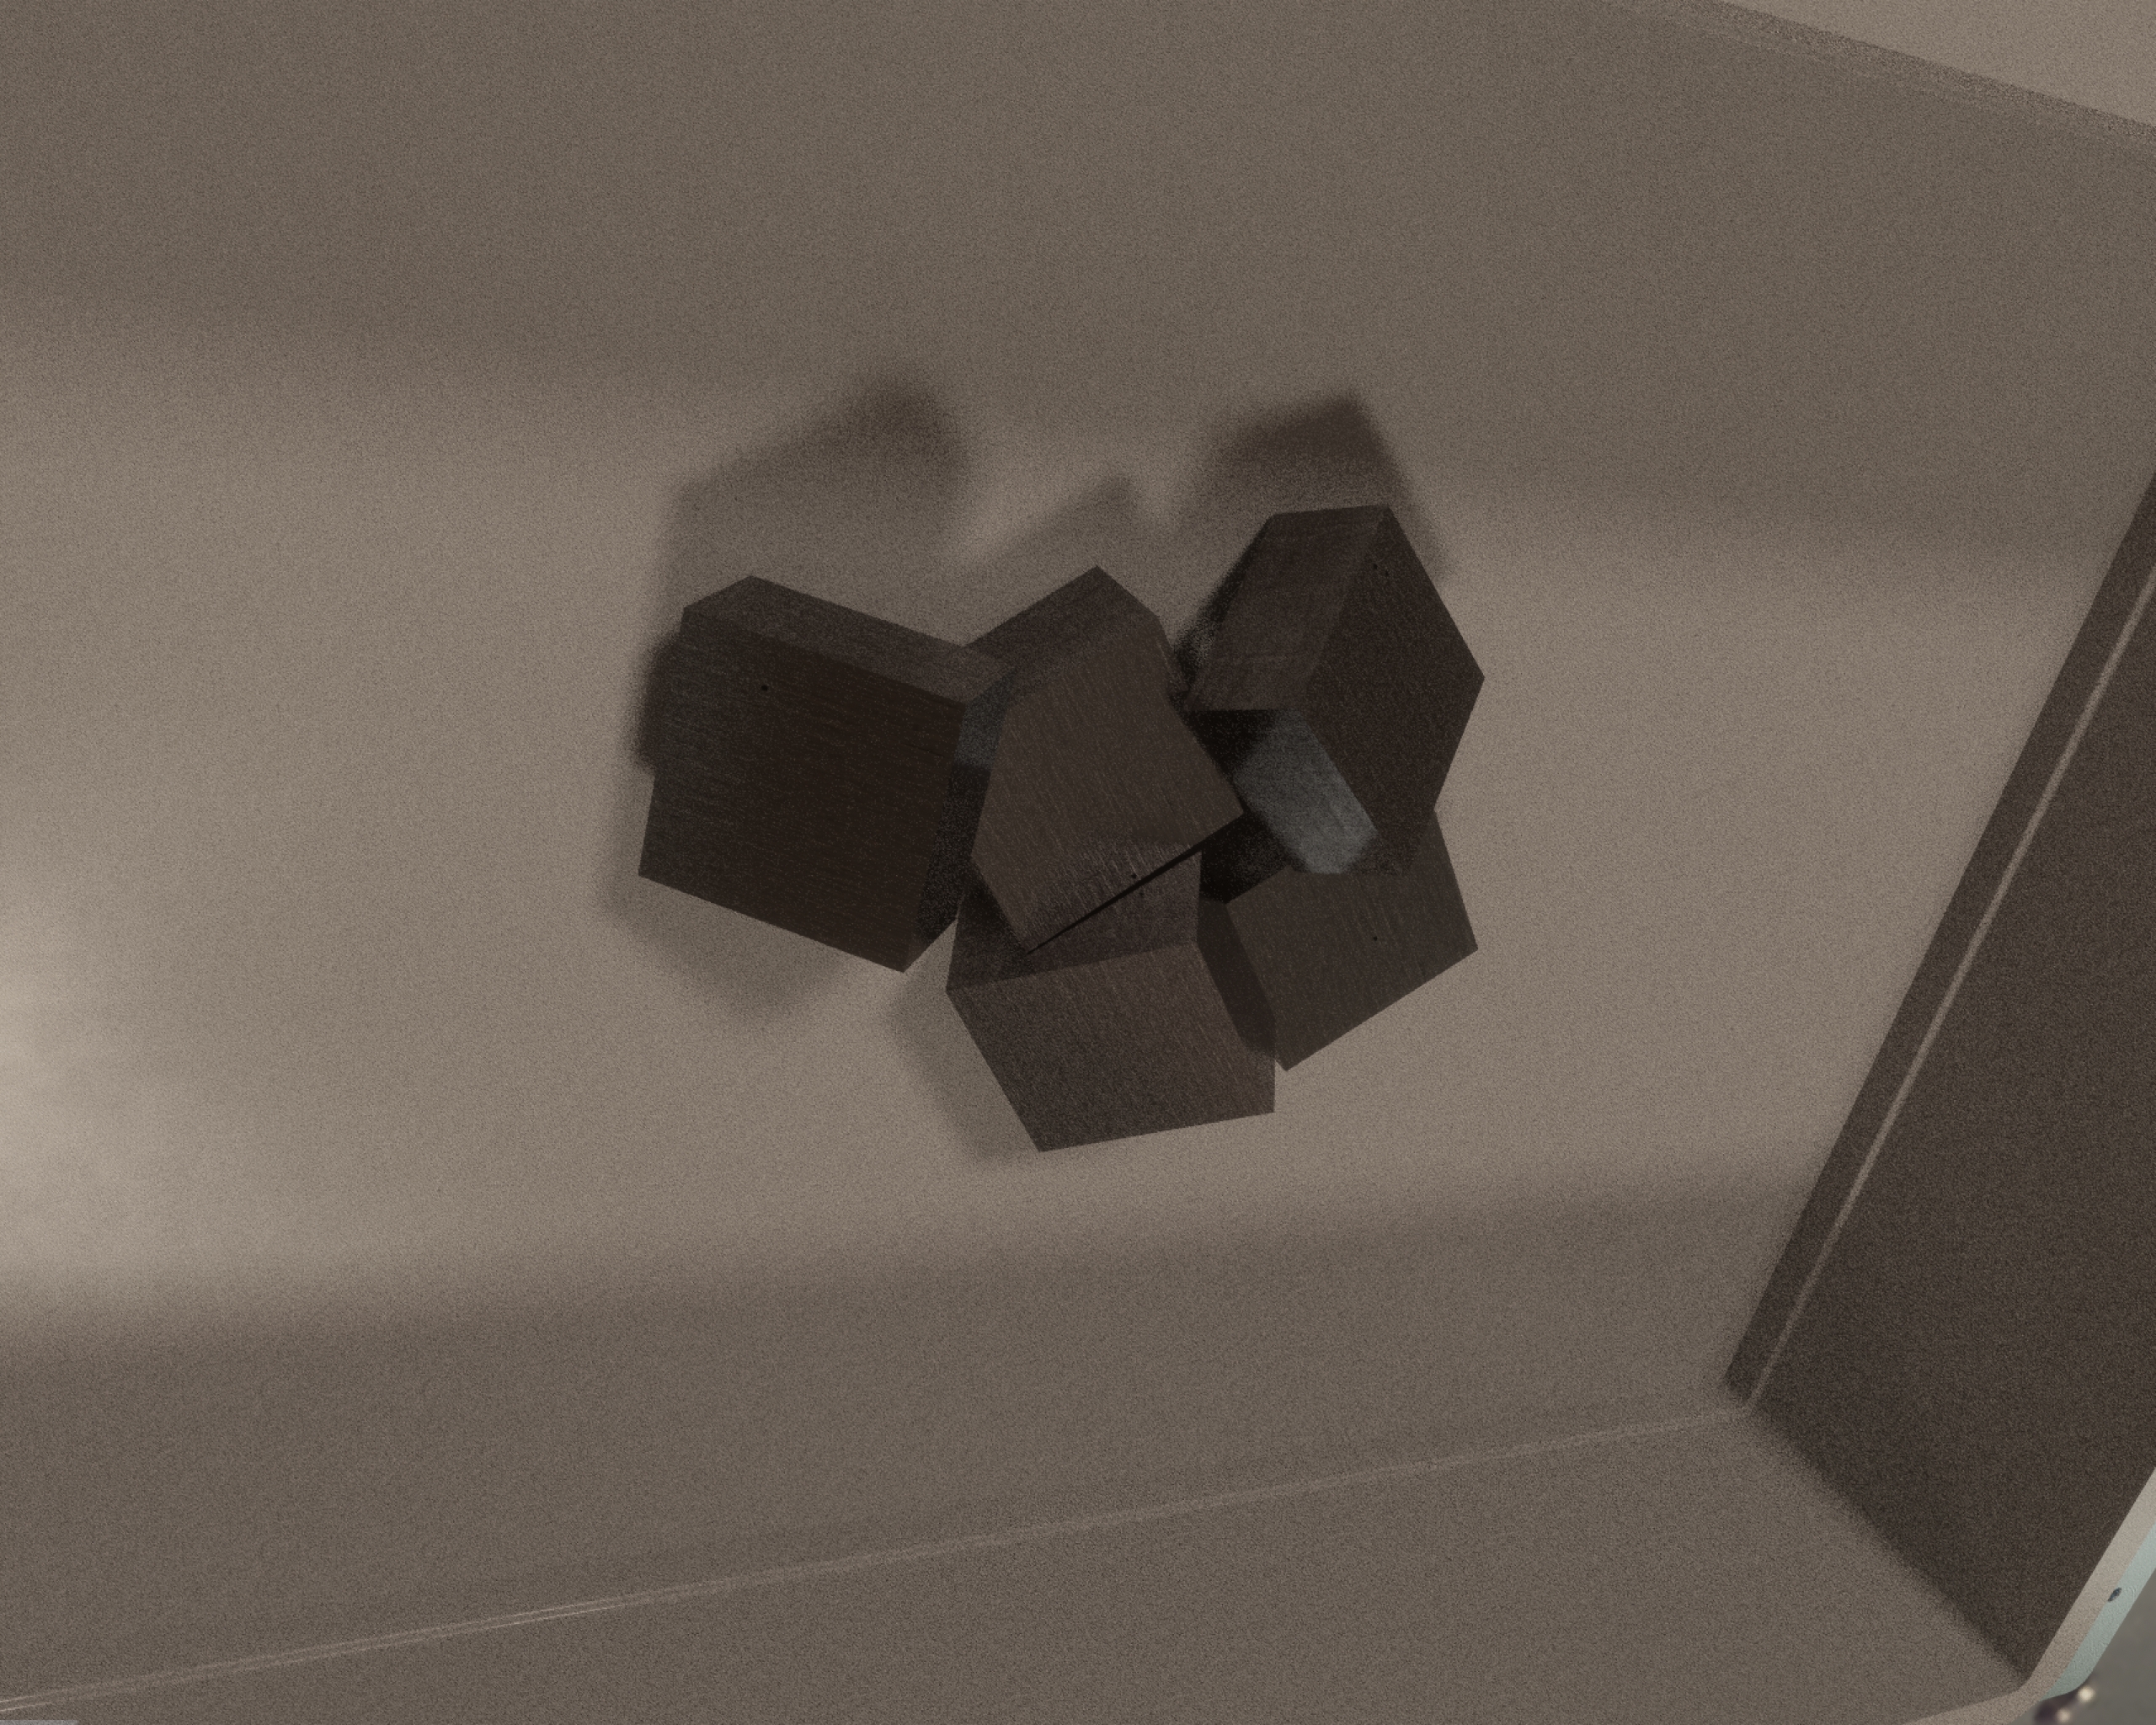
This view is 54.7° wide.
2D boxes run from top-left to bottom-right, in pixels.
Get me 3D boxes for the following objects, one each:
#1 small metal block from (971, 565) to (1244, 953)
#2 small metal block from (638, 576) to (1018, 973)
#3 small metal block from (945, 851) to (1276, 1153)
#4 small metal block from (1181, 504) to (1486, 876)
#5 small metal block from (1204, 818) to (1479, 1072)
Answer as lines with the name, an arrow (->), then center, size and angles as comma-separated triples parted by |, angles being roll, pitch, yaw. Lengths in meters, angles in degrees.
small metal block -> -0.003, -0.019, 0.394 | 0.050, 0.025, 0.050 | -33, 129, -7
small metal block -> -0.043, -0.016, 0.357 | 0.050, 0.025, 0.050 | 20, 114, 10
small metal block -> 0.008, 0.029, 0.415 | 0.050, 0.025, 0.050 | -12, 130, 17
small metal block -> 0.051, -0.032, 0.401 | 0.050, 0.025, 0.050 | 51, 53, -40
small metal block -> 0.052, 0.008, 0.442 | 0.050, 0.025, 0.050 | -31, 129, -8
